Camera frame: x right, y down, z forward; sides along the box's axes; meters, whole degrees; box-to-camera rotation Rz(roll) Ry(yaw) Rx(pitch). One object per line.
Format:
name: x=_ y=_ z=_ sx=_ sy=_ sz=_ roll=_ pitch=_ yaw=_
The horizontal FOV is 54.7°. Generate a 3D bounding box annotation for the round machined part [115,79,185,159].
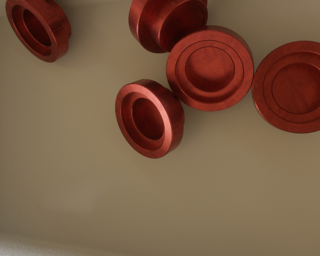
round machined part: x=-0.008 y=-0.014 z=0.388 sx=0.098 sy=0.042 sz=0.097 roll=23 pitch=127 yaw=36

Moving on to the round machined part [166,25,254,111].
round machined part: x=0.060 y=-0.072 z=0.365 sx=0.098 sy=0.042 sz=0.097 roll=7 pitch=123 yaw=11

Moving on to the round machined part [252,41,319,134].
round machined part: x=0.153 y=-0.043 z=0.344 sx=0.098 sy=0.042 sz=0.097 roll=0 pitch=91 yaw=13

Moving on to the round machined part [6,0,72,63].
round machined part: x=-0.166 y=-0.146 z=0.440 sx=0.098 sy=0.097 sz=0.042 roll=31 pitch=56 yaw=17

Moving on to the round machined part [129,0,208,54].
round machined part: x=0.016 y=-0.128 z=0.362 sx=0.098 sy=0.098 sz=0.042 roll=-46 pitch=60 yaw=14
